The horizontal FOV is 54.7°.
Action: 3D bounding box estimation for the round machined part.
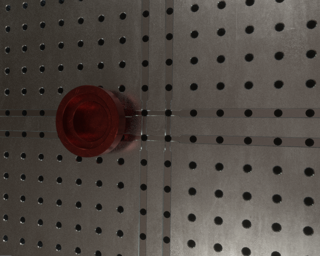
[{"bbox_3d":[-0.092,-0.009,0.435,0.098,0.042,0.097,0,90,19],"label":"round machined part"}]
